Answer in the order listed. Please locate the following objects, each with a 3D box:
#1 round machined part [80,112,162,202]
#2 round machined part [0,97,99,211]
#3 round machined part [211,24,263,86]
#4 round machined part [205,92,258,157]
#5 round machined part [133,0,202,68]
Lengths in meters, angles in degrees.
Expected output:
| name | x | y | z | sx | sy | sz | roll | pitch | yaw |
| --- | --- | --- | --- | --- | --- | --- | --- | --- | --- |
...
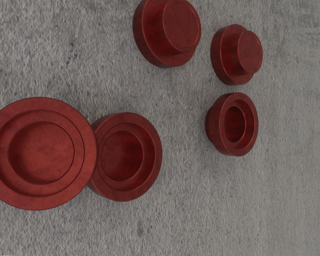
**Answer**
| name | x | y | z | sx | sy | sz | roll | pitch | yaw |
| --- | --- | --- | --- | --- | --- | --- | --- | --- | --- |
| round machined part | -0.048 | 0.031 | 0.354 | 0.099 | 0.042 | 0.097 | 0 | 90 | -40 |
| round machined part | -0.106 | 0.023 | 0.286 | 0.099 | 0.042 | 0.097 | 1 | 86 | -8 |
| round machined part | 0.130 | -0.119 | 0.502 | 0.099 | 0.042 | 0.097 | 0 | 90 | -40 |
| round machined part | 0.108 | -0.005 | 0.484 | 0.099 | 0.042 | 0.097 | 0 | 90 | -40 |
| round machined part | 0.017 | -0.130 | 0.407 | 0.099 | 0.042 | 0.097 | 0 | 90 | -40 |
